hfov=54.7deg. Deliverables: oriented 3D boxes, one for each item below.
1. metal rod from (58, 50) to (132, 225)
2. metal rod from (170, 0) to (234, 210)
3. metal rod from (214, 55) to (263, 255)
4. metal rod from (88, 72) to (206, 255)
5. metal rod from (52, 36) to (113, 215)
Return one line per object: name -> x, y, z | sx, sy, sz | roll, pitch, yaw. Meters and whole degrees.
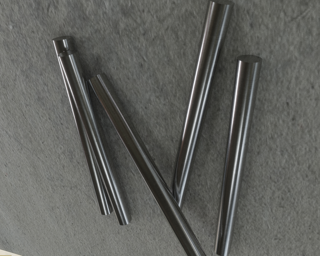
metal rod -> -0.088, 0.033, 0.460 | 0.025, 0.025, 0.298 | 4, 124, 26
metal rod -> 0.040, -0.001, 0.383 | 0.025, 0.025, 0.298 | 20, 126, 16
metal rod -> 0.093, 0.057, 0.392 | 0.025, 0.025, 0.298 | 13, 124, 21
metal rod -> -0.013, 0.063, 0.426 | 0.025, 0.025, 0.299 | -24, 99, 36
metal rod -> -0.110, 0.014, 0.470 | 0.025, 0.025, 0.298 | 7, 122, 24
